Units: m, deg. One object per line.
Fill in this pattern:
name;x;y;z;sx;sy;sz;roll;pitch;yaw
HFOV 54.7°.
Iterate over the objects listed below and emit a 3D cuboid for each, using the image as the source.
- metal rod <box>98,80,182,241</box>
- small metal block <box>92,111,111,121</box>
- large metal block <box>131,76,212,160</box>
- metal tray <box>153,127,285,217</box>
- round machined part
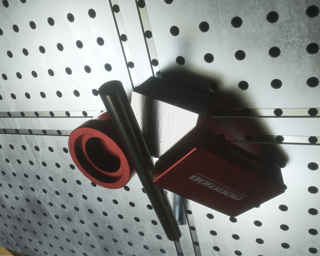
metal rod;-0.013;0.066;0.403;0.025;0.025;0.299;6;137;25
small metal block;-0.072;0.000;0.445;0.050;0.025;0.050;-24;106;36
large metal block;0.010;-0.008;0.381;0.080;0.050;0.079;21;126;15
metal tray;0.069;0.058;0.370;0.131;0.030;0.090;27;133;-21
round machined part;-0.071;0.031;0.417;0.098;0.042;0.097;15;126;22
